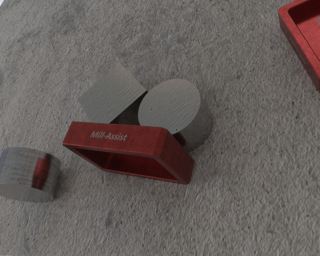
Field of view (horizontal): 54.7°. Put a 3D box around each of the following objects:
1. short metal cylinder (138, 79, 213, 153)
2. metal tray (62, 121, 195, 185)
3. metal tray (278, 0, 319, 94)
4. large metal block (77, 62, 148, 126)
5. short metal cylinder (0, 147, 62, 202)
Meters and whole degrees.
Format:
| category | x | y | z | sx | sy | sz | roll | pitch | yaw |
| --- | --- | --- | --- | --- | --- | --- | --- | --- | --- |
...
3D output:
| category | x | y | z | sx | sy | sz | roll | pitch | yaw |
| --- | --- | --- | --- | --- | --- | --- | --- | --- | --- |
| short metal cylinder | 0.020 | -0.014 | 0.386 | 0.080 | 0.050 | 0.080 | -13 | 56 | 21 |
| metal tray | -0.036 | 0.029 | 0.362 | 0.130 | 0.090 | 0.030 | 4 | 64 | 30 |
| metal tray | 0.205 | -0.109 | 0.359 | 0.090 | 0.030 | 0.130 | -21 | 54 | 15 |
| large metal block | -0.057 | -0.033 | 0.438 | 0.080 | 0.050 | 0.080 | -42 | 51 | -1 |
| short metal cylinder | -0.181 | 0.066 | 0.423 | 0.080 | 0.080 | 0.050 | -9 | 58 | 23 |
